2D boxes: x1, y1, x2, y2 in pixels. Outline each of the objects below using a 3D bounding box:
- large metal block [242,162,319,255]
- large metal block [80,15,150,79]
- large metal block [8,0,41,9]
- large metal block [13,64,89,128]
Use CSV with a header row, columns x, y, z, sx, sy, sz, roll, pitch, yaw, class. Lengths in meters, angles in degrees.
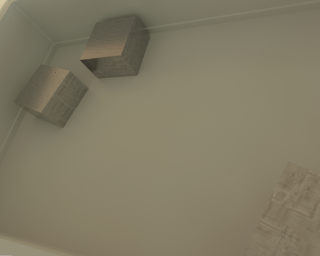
x,y,z,sx,sy,sz,roll,pitch,yaw,class
0.118,0.086,0.256,0.050,0.080,0.080,23,74,36,large metal block
-0.072,-0.131,0.508,0.080,0.050,0.080,1,62,28,large metal block
-0.339,-0.355,0.788,0.080,0.050,0.080,10,67,32,large metal block
-0.182,-0.055,0.519,0.080,0.050,0.080,18,71,35,large metal block
